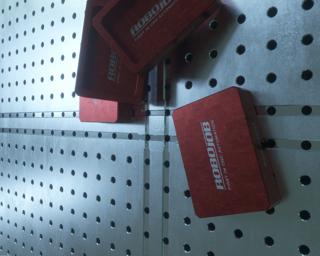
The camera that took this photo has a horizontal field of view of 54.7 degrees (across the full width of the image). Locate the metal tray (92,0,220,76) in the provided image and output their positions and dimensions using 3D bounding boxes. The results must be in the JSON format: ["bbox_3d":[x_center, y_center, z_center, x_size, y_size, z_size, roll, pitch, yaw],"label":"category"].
[{"bbox_3d":[-0.006,-0.137,0.371,0.130,0.030,0.090,-40,83,15],"label":"metal tray"}]

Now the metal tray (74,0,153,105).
[{"bbox_3d":[-0.058,-0.101,0.416,0.091,0.030,0.129,8,92,4],"label":"metal tray"}]

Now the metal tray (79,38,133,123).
[{"bbox_3d":[-0.083,-0.073,0.472,0.090,0.030,0.129,2,91,39],"label":"metal tray"}]

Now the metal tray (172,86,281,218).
[{"bbox_3d":[0.070,0.029,0.347,0.090,0.030,0.129,-21,77,37],"label":"metal tray"}]
